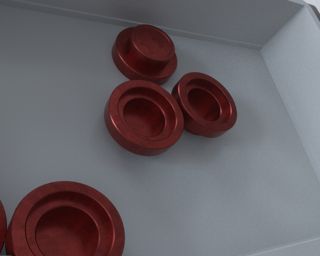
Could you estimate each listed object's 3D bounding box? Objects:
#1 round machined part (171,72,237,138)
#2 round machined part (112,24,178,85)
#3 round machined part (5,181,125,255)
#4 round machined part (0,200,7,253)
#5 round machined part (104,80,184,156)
[{"bbox_3d":[0.058,-0.029,0.442,0.099,0.042,0.098,17,53,-23],"label":"round machined part"},{"bbox_3d":[-0.017,-0.113,0.456,0.099,0.042,0.098,14,56,-21],"label":"round machined part"},{"bbox_3d":[-0.085,0.100,0.278,0.099,0.042,0.098,23,37,-18],"label":"round machined part"},{"bbox_3d":[-0.177,0.083,0.238,0.098,0.042,0.098,28,45,-32],"label":"round machined part"},{"bbox_3d":[-0.023,-0.009,0.389,0.099,0.042,0.098,14,56,-21],"label":"round machined part"}]
